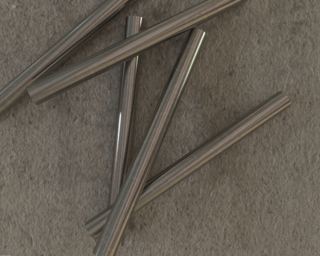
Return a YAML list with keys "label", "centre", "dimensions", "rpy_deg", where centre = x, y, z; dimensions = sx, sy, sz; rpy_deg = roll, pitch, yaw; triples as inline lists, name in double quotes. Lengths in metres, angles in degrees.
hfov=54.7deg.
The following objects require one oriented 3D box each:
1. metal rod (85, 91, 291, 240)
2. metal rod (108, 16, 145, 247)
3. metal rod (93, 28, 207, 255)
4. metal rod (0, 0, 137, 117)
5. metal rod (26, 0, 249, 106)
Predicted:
- label: "metal rod"
  centre: [0.040, 0.044, 0.396]
  dimensions: [0.301, 0.025, 0.025]
  rpy_deg: [-33, 90, -6]
- label: "metal rod"
  centre: [-0.046, 0.004, 0.409]
  dimensions: [0.025, 0.025, 0.298]
  rpy_deg: [5, 90, -1]
- label: "metal rod"
  centre: [-0.007, 0.009, 0.379]
  dimensions: [0.025, 0.025, 0.299]
  rpy_deg: [23, 78, -1]
- label: "metal rod"
  centre: [-0.119, -0.110, 0.408]
  dimensions: [0.300, 0.025, 0.025]
  rpy_deg: [-41, 91, -1]
- label: "metal rod"
  centre: [-0.019, -0.109, 0.386]
  dimensions: [0.302, 0.025, 0.025]
  rpy_deg: [-29, 90, -10]
